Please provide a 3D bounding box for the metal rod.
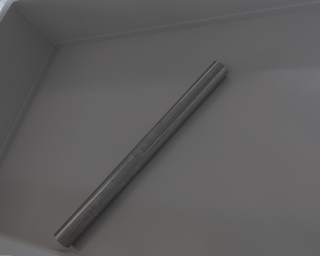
[{"bbox_3d":[-0.020,0.029,0.399,0.300,0.025,0.025,-47,51,-5],"label":"metal rod"}]
